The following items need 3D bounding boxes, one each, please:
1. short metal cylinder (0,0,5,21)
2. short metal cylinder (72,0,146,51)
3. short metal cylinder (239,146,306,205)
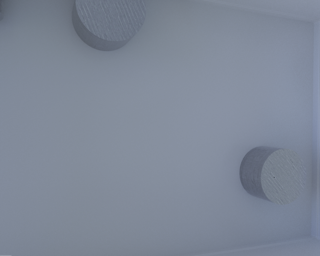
[{"bbox_3d":[-0.198,-0.144,0.308,0.081,0.080,0.050,5,89,-20],"label":"short metal cylinder"},{"bbox_3d":[-0.063,-0.139,0.374,0.081,0.050,0.079,0,90,-21],"label":"short metal cylinder"},{"bbox_3d":[0.167,0.069,0.461,0.081,0.050,0.079,0,90,-21],"label":"short metal cylinder"}]
